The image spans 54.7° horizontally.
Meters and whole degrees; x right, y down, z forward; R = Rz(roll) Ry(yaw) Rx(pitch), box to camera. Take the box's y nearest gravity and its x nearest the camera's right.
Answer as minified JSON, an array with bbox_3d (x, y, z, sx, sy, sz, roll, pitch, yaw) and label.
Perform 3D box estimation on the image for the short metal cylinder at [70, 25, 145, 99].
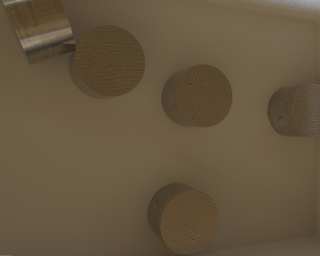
[{"bbox_3d":[-0.064,-0.076,0.371,0.081,0.050,0.079,-1,91,-23],"label":"short metal cylinder"}]

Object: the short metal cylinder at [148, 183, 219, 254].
[{"bbox_3d":[0.030,0.117,0.408,0.081,0.050,0.080,0,90,-20],"label":"short metal cylinder"}]

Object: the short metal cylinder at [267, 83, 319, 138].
[{"bbox_3d":[0.215,-0.026,0.476,0.081,0.050,0.080,0,90,-20],"label":"short metal cylinder"}]

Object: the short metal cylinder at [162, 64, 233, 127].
[{"bbox_3d":[0.049,-0.041,0.415,0.081,0.050,0.080,0,90,-20],"label":"short metal cylinder"}]

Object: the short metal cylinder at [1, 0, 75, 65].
[{"bbox_3d":[-0.132,-0.114,0.332,0.050,0.080,0.080,-24,98,-18],"label":"short metal cylinder"}]
